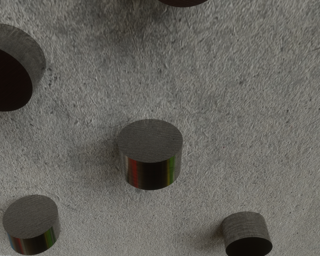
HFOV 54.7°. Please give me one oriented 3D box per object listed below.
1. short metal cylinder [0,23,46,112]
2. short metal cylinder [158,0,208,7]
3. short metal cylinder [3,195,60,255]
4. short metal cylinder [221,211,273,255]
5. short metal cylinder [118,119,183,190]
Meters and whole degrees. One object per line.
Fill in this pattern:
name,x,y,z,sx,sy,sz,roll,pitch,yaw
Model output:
short metal cylinder,-0.171,-0.064,0.334,0.081,0.050,0.079,0,130,0
short metal cylinder,0.020,-0.151,0.262,0.081,0.050,0.079,0,130,0
short metal cylinder,-0.206,0.156,0.502,0.081,0.080,0.050,5,130,-5
short metal cylinder,0.155,0.195,0.558,0.081,0.050,0.079,0,130,0
short metal cylinder,-0.012,0.033,0.399,0.081,0.080,0.050,1,130,-1
